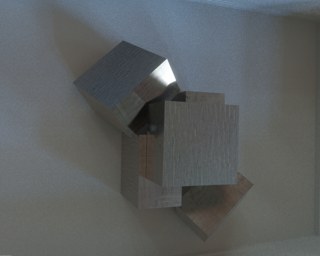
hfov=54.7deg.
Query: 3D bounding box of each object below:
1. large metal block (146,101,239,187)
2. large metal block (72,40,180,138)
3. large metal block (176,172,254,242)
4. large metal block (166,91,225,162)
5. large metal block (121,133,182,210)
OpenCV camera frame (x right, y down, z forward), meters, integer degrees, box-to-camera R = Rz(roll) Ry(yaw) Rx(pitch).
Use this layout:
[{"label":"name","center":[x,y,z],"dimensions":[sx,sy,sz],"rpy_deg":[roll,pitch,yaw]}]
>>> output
[{"label":"large metal block","center":[0.033,0.015,0.322],"dimensions":[0.081,0.050,0.080],"rpy_deg":[2,90,-20]},{"label":"large metal block","center":[-0.038,-0.047,0.358],"dimensions":[0.080,0.080,0.050],"rpy_deg":[-45,139,-15]},{"label":"large metal block","center":[0.067,0.094,0.396],"dimensions":[0.080,0.080,0.050],"rpy_deg":[-43,69,-15]},{"label":"large metal block","center":[0.038,-0.001,0.392],"dimensions":[0.050,0.080,0.080],"rpy_deg":[1,90,-20]},{"label":"large metal block","center":[-0.013,0.047,0.375],"dimensions":[0.050,0.080,0.080],"rpy_deg":[1,90,-20]}]
